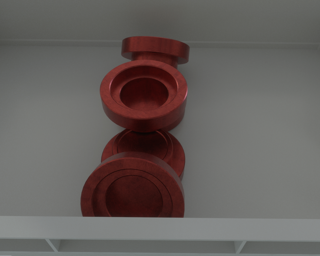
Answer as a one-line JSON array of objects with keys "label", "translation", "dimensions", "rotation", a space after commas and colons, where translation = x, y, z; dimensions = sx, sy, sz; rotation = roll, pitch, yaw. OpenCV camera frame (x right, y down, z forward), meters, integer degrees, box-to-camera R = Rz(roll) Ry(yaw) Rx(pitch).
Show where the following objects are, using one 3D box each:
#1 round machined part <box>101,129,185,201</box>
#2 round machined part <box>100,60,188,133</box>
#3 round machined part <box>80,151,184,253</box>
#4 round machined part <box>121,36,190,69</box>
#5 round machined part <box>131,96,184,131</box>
[{"label": "round machined part", "translation": [-0.020, 0.034, 0.362], "dimensions": [0.099, 0.042, 0.098], "rotation": [0, 50, 0]}, {"label": "round machined part", "translation": [-0.018, -0.033, 0.364], "dimensions": [0.099, 0.042, 0.098], "rotation": [0, 50, 0]}, {"label": "round machined part", "translation": [-0.025, 0.070, 0.310], "dimensions": [0.099, 0.097, 0.042], "rotation": [5, 13, 3]}, {"label": "round machined part", "translation": [-0.008, -0.101, 0.453], "dimensions": [0.099, 0.098, 0.042], "rotation": [5, 93, 4]}, {"label": "round machined part", "translation": [-0.014, -0.041, 0.426], "dimensions": [0.099, 0.042, 0.098], "rotation": [0, 50, 0]}]
